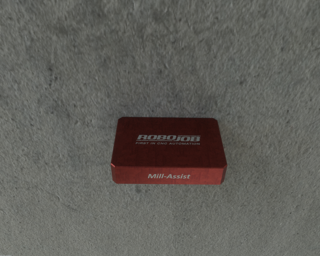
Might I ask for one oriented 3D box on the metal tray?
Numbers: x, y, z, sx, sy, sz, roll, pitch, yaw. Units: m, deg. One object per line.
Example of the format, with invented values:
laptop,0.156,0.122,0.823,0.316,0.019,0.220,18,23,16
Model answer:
metal tray,0.010,0.026,0.386,0.131,0.090,0.030,1,130,-1
